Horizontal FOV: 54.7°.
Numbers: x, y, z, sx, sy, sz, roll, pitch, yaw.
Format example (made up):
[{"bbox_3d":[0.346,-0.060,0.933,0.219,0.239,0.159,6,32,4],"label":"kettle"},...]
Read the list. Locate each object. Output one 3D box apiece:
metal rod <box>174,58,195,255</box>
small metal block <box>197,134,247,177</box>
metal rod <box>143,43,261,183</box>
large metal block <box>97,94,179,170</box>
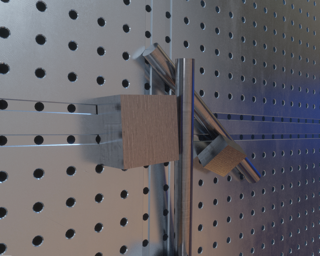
[{"bbox_3d":[0.032,0.059,0.417,0.025,0.025,0.298,-6,99,-40],"label":"metal rod"},{"bbox_3d":[0.095,0.043,0.471,0.050,0.025,0.050,28,114,-37],"label":"small metal block"},{"bbox_3d":[0.077,-0.007,0.473,0.300,0.025,0.025,46,62,-30],"label":"metal rod"},{"bbox_3d":[-0.025,0.002,0.372,0.081,0.050,0.079,-4,93,-40],"label":"large metal block"}]
